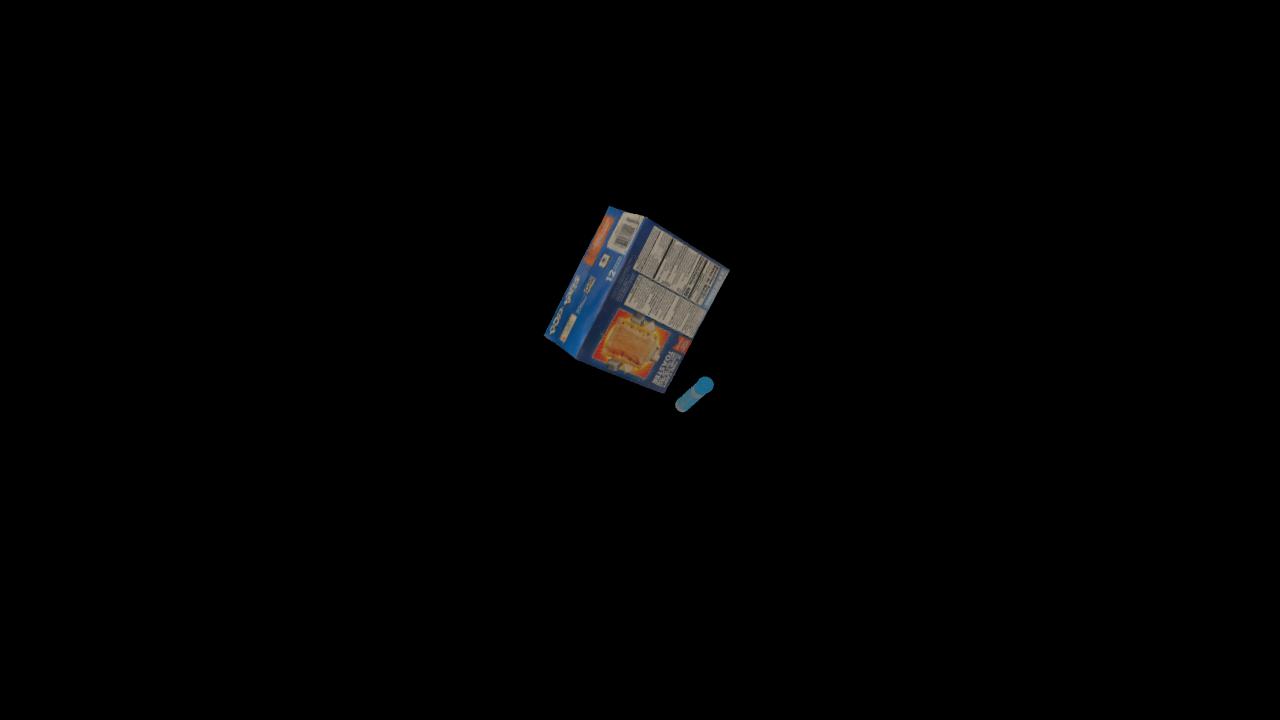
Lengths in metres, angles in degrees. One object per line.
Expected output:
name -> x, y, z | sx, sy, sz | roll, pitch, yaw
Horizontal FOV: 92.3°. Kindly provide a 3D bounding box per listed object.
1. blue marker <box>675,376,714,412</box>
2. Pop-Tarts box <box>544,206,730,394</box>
blue marker -> 0.065, 0.042, 0.743 | 0.020, 0.020, 0.121 | 0, -16, -10
Pop-Tarts box -> -0.003, -0.066, 0.707 | 0.141, 0.167, 0.083 | 23, 8, -39
